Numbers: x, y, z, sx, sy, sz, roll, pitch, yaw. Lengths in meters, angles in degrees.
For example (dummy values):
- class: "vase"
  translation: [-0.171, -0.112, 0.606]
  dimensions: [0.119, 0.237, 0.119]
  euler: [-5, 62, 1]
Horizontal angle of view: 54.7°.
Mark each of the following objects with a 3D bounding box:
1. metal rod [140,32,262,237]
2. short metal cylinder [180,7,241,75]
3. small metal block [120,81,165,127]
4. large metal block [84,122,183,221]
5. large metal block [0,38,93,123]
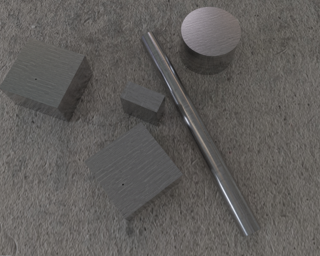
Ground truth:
- class: "metal rod"
  translation: [0.045, -0.005, 0.410]
  dimensions: [0.025, 0.025, 0.299]
  euler: [-23, 72, -8]
- class: "short metal cylinder"
  translation: [0.069, -0.123, 0.440]
  dimensions: [0.081, 0.050, 0.080]
  euler: [0, 70, 0]
- class: "small metal block"
  translation: [-0.022, -0.031, 0.406]
  dimensions: [0.050, 0.050, 0.025]
  euler: [23, 72, 8]
- class: "large metal block"
  translation: [-0.030, 0.054, 0.375]
  dimensions: [0.080, 0.050, 0.080]
  euler: [-36, 74, -12]
- class: "large metal block"
  translation: [-0.149, -0.064, 0.417]
  dimensions: [0.080, 0.050, 0.080]
  euler: [19, 71, 6]
